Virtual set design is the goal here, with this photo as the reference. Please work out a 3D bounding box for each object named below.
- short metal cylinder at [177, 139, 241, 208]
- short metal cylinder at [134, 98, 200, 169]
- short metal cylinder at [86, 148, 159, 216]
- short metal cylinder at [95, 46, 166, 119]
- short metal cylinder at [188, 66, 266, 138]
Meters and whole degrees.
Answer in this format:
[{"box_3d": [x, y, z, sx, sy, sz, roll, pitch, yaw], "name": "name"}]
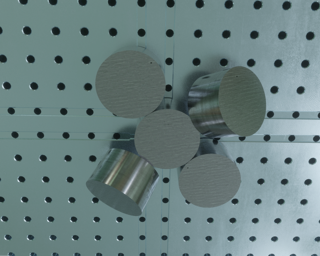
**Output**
[{"box_3d": [0.064, 0.061, 0.423, 0.081, 0.050, 0.079, 0, 110, -1], "name": "short metal cylinder"}, {"box_3d": [0.009, 0.006, 0.402, 0.081, 0.050, 0.079, 0, 110, -1], "name": "short metal cylinder"}, {"box_3d": [-0.048, 0.071, 0.404, 0.080, 0.050, 0.080, 21, 147, 15], "name": "short metal cylinder"}, {"box_3d": [-0.034, -0.057, 0.378, 0.081, 0.050, 0.079, 0, 110, -1], "name": "short metal cylinder"}, {"box_3d": [0.080, -0.029, 0.369, 0.081, 0.050, 0.080, 3, 85, -35], "name": "short metal cylinder"}]
